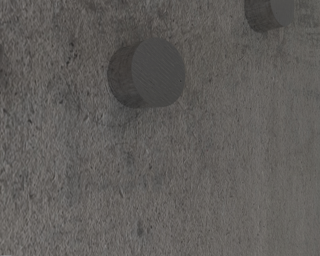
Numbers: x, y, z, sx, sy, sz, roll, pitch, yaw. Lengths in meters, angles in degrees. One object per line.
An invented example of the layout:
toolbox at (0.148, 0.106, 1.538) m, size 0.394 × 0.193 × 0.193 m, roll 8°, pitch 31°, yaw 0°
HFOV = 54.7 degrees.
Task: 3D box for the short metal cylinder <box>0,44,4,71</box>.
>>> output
short metal cylinder at (-0.165, -0.045, 0.230) m, size 0.081 × 0.080 × 0.050 m, roll 13°, pitch 82°, yaw -39°

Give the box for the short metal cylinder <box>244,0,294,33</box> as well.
short metal cylinder at (0.195, -0.216, 0.551) m, size 0.081 × 0.050 × 0.080 m, roll 0°, pitch 90°, yaw -40°

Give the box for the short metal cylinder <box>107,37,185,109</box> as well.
short metal cylinder at (-0.016, -0.064, 0.375) m, size 0.081 × 0.050 × 0.080 m, roll 0°, pitch 90°, yaw -40°
